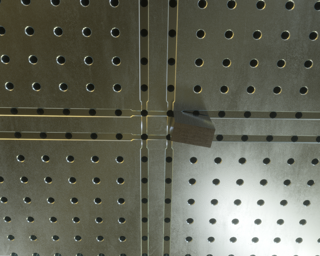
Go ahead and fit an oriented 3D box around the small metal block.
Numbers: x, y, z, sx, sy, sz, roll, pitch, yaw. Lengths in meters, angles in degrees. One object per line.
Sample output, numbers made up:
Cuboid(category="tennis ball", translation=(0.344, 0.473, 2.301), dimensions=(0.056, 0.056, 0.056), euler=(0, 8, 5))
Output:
Cuboid(category="small metal block", translation=(0.040, 0.000, 0.400), dimensions=(0.050, 0.050, 0.025), euler=(10, 110, -4))
